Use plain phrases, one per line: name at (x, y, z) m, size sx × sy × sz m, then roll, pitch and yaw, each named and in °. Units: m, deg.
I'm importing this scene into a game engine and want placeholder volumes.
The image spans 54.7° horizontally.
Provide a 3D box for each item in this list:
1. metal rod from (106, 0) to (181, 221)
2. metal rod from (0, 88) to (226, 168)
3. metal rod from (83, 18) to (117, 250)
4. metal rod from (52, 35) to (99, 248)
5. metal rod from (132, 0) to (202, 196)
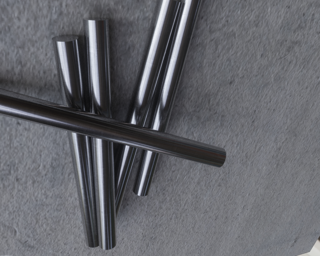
metal rod at (-0.031, -0.006, 0.386) m, size 0.025 × 0.025 × 0.298 m, roll 3°, pitch 117°, yaw -30°
metal rod at (-0.062, -0.001, 0.329) m, size 0.302 × 0.025 × 0.025 m, roll 15°, pitch 111°, yaw -20°
metal rod at (-0.068, 0.027, 0.370) m, size 0.025 × 0.025 × 0.298 m, roll -10°, pitch 118°, yaw -24°
metal rod at (-0.095, 0.039, 0.380) m, size 0.025 × 0.025 × 0.298 m, roll -13°, pitch 124°, yaw -22°
metal rod at (0.007, -0.040, 0.387) m, size 0.025 × 0.025 × 0.298 m, roll 0°, pitch 118°, yaw -29°
